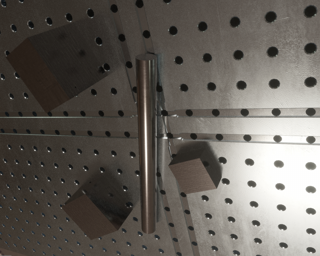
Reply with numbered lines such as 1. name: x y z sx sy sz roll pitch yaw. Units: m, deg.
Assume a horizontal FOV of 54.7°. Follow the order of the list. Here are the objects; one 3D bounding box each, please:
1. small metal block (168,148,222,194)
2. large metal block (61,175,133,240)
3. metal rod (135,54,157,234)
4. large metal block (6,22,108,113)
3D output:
1. small metal block: 0.048 0.059 0.422 0.050 0.025 0.050 -19 109 35
2. large metal block: -0.109 0.139 0.537 0.080 0.050 0.080 -32 101 38
3. metal rod: -0.018 0.042 0.445 0.025 0.025 0.298 14 124 20
4. large metal block: -0.127 -0.077 0.392 0.050 0.080 0.080 -22 107 36
